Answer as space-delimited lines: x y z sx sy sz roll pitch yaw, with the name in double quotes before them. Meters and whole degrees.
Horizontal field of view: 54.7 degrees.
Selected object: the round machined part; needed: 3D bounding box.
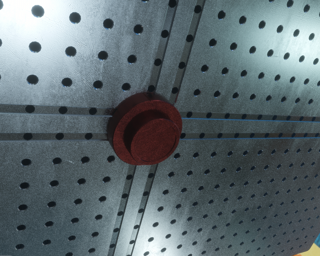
"round machined part" -0.014 0.009 0.400 0.099 0.042 0.097 -14 125 -21
